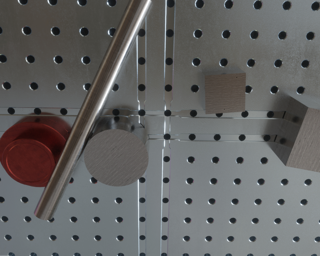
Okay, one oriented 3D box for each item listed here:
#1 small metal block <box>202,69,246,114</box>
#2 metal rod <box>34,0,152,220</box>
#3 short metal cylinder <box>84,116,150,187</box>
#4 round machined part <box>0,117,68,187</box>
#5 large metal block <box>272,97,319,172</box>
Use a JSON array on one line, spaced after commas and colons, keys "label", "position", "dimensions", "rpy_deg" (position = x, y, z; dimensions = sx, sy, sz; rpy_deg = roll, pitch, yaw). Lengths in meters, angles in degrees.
[{"label": "small metal block", "position": [0.081, -0.047, 0.397], "dimensions": [0.050, 0.025, 0.050], "rpy_deg": [-4, 110, 1]}, {"label": "metal rod", "position": [-0.086, -0.019, 0.381], "dimensions": [0.025, 0.025, 0.298], "rpy_deg": [25, 99, -9]}, {"label": "short metal cylinder", "position": [-0.055, 0.030, 0.410], "dimensions": [0.081, 0.050, 0.079], "rpy_deg": [0, 110, -1]}, {"label": "round machined part", "position": [-0.168, 0.038, 0.416], "dimensions": [0.099, 0.042, 0.097], "rpy_deg": [0, 110, -1]}, {"label": "large metal block", "position": [0.207, 0.011, 0.407], "dimensions": [0.081, 0.050, 0.079], "rpy_deg": [11, 110, -5]}]
